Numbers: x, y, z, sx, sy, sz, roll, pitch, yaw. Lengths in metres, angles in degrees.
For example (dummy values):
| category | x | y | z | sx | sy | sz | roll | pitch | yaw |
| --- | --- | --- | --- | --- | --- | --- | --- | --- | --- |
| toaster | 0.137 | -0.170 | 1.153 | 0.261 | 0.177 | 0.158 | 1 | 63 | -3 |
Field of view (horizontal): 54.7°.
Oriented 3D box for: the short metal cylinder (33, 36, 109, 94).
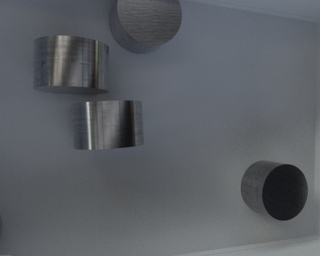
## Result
| category | x | y | z | sx | sy | sz | roll | pitch | yaw |
| --- | --- | --- | --- | --- | --- | --- | --- | --- | --- |
| short metal cylinder | -0.098 | -0.066 | 0.345 | 0.081 | 0.080 | 0.050 | 1 | 90 | -20 |

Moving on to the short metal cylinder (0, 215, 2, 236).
| category | x | y | z | sx | sy | sz | roll | pitch | yaw |
| --- | --- | --- | --- | --- | --- | --- | --- | --- | --- |
| short metal cylinder | -0.211 | 0.112 | 0.319 | 0.081 | 0.050 | 0.080 | 0 | 90 | -20 |

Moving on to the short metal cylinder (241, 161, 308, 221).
| category | x | y | z | sx | sy | sz | roll | pitch | yaw |
| --- | --- | --- | --- | --- | --- | --- | --- | --- | --- |
| short metal cylinder | 0.169 | 0.090 | 0.459 | 0.081 | 0.050 | 0.080 | 0 | 90 | -20 |

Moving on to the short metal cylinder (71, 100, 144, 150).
| category | x | y | z | sx | sy | sz | roll | pitch | yaw |
| --- | --- | --- | --- | --- | --- | --- | --- | --- | --- |
| short metal cylinder | -0.060 | -0.004 | 0.359 | 0.081 | 0.080 | 0.050 | -3 | 92 | -20 |

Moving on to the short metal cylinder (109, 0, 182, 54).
| category | x | y | z | sx | sy | sz | roll | pitch | yaw |
| --- | --- | --- | --- | --- | --- | --- | --- | --- | --- |
| short metal cylinder | -0.019 | -0.138 | 0.390 | 0.081 | 0.050 | 0.080 | 0 | 90 | -20 |
